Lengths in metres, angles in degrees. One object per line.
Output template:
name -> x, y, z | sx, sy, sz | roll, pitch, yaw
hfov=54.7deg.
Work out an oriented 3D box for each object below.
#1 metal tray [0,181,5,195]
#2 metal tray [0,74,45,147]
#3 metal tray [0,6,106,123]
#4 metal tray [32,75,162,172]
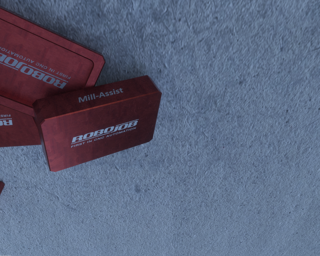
metal tray -> -0.319, 0.121, 0.503 | 0.090, 0.030, 0.129 | 25, 126, -20
metal tray -> -0.217, -0.017, 0.387 | 0.131, 0.030, 0.089 | -4, 130, 3
metal tray -> -0.135, -0.063, 0.326 | 0.131, 0.030, 0.090 | 23, 102, -19
metal tray -> -0.067, -0.005, 0.352 | 0.131, 0.030, 0.089 | -17, 145, -24
